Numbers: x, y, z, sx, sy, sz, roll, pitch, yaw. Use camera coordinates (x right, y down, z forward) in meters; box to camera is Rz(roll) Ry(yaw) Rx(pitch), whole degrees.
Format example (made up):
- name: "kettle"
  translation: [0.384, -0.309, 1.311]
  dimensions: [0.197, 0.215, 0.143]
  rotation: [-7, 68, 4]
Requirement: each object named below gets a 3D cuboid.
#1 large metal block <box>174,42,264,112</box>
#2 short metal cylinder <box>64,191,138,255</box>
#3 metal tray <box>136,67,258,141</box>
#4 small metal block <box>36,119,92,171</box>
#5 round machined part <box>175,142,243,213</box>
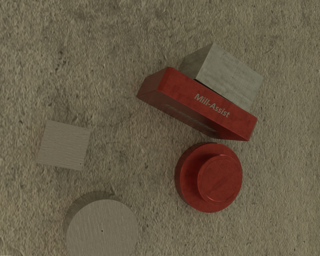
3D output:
- name: "large metal block"
  translation: [0.071, -0.060, 0.406]
  dimensions: [0.080, 0.080, 0.050]
  rotation: [29, 81, -18]
- name: "short metal cylinder"
  translation: [-0.071, 0.120, 0.370]
  dimensions: [0.081, 0.050, 0.080]
  rotation: [0, 90, -20]
- name: "metal tray"
  translation: [0.044, -0.026, 0.390]
  dimensions: [0.131, 0.090, 0.030]
  rotation: [27, 81, -18]
- name: "small metal block"
  translation: [-0.114, 0.020, 0.367]
  dimensions: [0.050, 0.025, 0.050]
  rotation: [14, 85, -20]
- name: "round machined part"
  translation: [0.073, 0.069, 0.427]
  dimensions: [0.099, 0.042, 0.097]
  rotation: [0, 90, -20]
